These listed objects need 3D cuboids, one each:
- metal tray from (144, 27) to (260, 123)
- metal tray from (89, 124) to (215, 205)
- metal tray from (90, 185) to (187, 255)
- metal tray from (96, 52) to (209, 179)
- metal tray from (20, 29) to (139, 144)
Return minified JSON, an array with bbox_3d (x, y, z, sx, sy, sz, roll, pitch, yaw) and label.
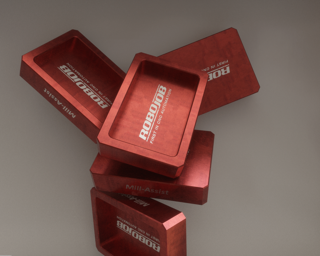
[{"bbox_3d":[0.052,-0.065,0.409,0.131,0.030,0.090,-22,90,0],"label":"metal tray"},{"bbox_3d":[-0.005,0.038,0.368,0.131,0.090,0.030,6,132,10],"label":"metal tray"},{"bbox_3d":[-0.028,0.122,0.357,0.030,0.130,0.089,-16,110,-43],"label":"metal tray"},{"bbox_3d":[-0.004,-0.019,0.345,0.090,0.030,0.130,17,59,3],"label":"metal tray"},{"bbox_3d":[-0.091,-0.054,0.382,0.130,0.030,0.090,42,51,0],"label":"metal tray"}]
